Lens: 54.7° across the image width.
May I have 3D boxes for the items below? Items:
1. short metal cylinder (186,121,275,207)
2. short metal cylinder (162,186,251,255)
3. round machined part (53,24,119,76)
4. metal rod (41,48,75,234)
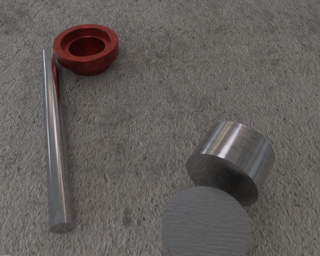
[{"bbox_3d":[0.076,0.039,0.335,0.080,0.080,0.050,25,55,20],"label":"short metal cylinder"},{"bbox_3d":[0.042,0.104,0.300,0.081,0.050,0.080,0,50,0],"label":"short metal cylinder"},{"bbox_3d":[-0.114,-0.120,0.492,0.099,0.042,0.098,0,50,0],"label":"round machined part"},{"bbox_3d":[-0.139,-0.008,0.408,0.025,0.025,0.300,-12,51,-10],"label":"metal rod"}]
